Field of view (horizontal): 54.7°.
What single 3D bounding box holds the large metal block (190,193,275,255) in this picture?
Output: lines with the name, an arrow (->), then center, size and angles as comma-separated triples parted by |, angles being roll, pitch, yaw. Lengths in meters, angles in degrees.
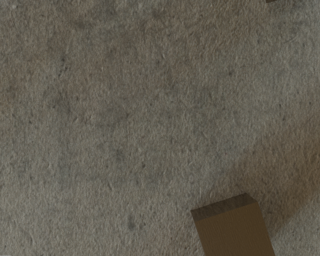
large metal block -> 0.092, 0.139, 0.399 | 0.080, 0.050, 0.080 | -18, 90, -1

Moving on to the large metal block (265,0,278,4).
large metal block -> 0.173, -0.220, 0.400 | 0.080, 0.050, 0.080 | -17, 90, -1
